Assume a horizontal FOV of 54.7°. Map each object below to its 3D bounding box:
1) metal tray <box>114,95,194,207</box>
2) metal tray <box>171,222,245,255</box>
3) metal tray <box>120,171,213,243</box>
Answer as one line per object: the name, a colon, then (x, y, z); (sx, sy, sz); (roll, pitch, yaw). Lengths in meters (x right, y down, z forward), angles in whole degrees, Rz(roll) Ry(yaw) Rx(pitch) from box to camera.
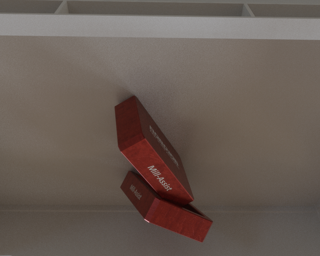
metal tray: (-0.007, 0.032, 0.390); (0.030, 0.090, 0.130); (-29, 125, 9)
metal tray: (0.087, 0.218, 0.594); (0.131, 0.030, 0.089); (0, 130, -1)
metal tray: (0.004, 0.106, 0.436); (0.090, 0.130, 0.030); (28, 87, -22)
